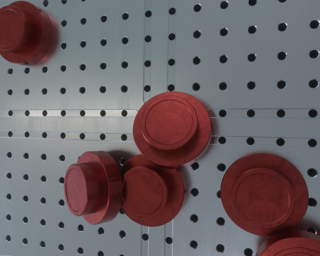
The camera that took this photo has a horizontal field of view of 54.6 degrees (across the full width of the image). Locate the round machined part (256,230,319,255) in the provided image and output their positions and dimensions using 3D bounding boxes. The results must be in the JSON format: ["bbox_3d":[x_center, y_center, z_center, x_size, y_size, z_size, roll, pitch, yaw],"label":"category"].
[{"bbox_3d":[0.156,0.161,0.345,0.098,0.042,0.097,1,95,17],"label":"round machined part"}]

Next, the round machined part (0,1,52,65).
[{"bbox_3d":[-0.222,-0.150,0.483,0.098,0.042,0.097,0,90,20],"label":"round machined part"}]

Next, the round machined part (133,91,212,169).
[{"bbox_3d":[0.014,-0.001,0.383,0.098,0.042,0.098,-3,71,9],"label":"round machined part"}]

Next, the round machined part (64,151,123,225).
[{"bbox_3d":[-0.095,0.080,0.416,0.098,0.042,0.097,0,91,49],"label":"round machined part"}]

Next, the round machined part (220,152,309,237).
[{"bbox_3d":[0.120,0.078,0.361,0.098,0.042,0.097,0,90,20],"label":"round machined part"}]

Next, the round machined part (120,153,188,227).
[{"bbox_3d":[-0.016,0.082,0.410,0.098,0.042,0.097,0,90,20],"label":"round machined part"}]
